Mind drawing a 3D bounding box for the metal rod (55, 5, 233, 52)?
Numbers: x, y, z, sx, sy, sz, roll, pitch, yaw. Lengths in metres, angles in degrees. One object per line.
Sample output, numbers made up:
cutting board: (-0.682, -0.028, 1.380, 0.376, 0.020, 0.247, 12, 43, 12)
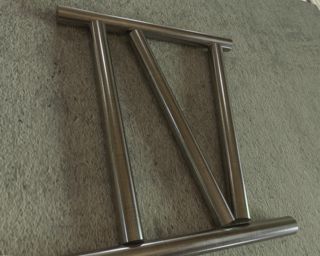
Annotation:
metal rod: (-0.008, -0.154, 0.496, 0.303, 0.025, 0.025, 1, 62, -28)

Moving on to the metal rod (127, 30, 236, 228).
metal rod: (0.022, -0.012, 0.425, 0.025, 0.025, 0.299, -12, 68, -34)

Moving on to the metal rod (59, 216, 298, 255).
metal rod: (0.044, 0.130, 0.350, 0.303, 0.025, 0.025, 1, 62, -28)

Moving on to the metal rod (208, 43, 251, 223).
metal rod: (0.099, -0.012, 0.467, 0.025, 0.025, 0.299, 13, 56, -22)

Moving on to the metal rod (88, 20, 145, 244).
metal rod: (-0.059, -0.014, 0.382, 0.025, 0.025, 0.299, 1, 61, -28)
